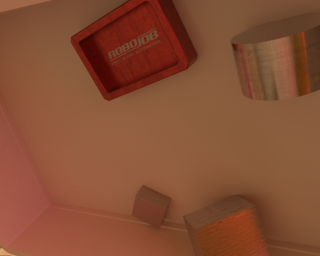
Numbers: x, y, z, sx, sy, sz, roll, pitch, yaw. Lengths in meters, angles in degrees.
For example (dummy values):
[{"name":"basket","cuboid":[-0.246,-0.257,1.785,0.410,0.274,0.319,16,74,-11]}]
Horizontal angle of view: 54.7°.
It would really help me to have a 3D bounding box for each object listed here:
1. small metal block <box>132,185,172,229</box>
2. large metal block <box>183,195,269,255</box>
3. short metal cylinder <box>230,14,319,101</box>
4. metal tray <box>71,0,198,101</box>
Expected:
[{"name":"small metal block","cuboid":[-0.014,0.126,0.492,0.050,0.025,0.050,23,127,14]},{"name":"large metal block","cuboid":[0.085,0.143,0.398,0.081,0.050,0.080,-19,97,-12]},{"name":"short metal cylinder","cuboid":[0.108,-0.064,0.276,0.080,0.080,0.050,-5,116,30]},{"name":"metal tray","cuboid":[-0.033,-0.093,0.363,0.130,0.030,0.090,-17,110,34]}]
